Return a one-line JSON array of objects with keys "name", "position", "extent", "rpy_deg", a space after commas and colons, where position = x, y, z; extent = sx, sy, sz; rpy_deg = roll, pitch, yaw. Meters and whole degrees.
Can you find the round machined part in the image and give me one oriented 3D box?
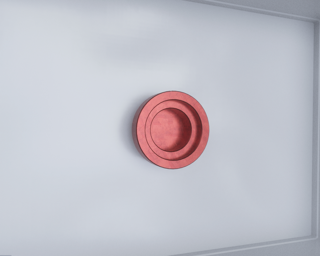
[{"name": "round machined part", "position": [0.011, 0.002, 0.403], "extent": [0.099, 0.042, 0.097], "rpy_deg": [0, 90, -21]}]
